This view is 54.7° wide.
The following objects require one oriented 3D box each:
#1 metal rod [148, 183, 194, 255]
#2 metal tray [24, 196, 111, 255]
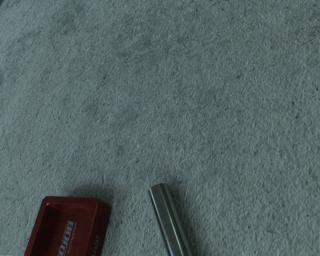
[{"bbox_3d":[0.042,0.182,0.270,0.025,0.025,0.299,-29,52,10],"label":"metal rod"},{"bbox_3d":[-0.117,0.150,0.369,0.090,0.030,0.130,-4,60,26],"label":"metal tray"}]
